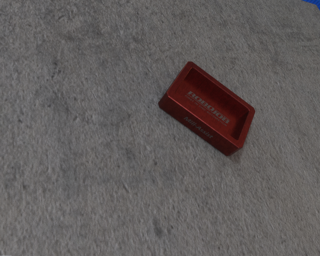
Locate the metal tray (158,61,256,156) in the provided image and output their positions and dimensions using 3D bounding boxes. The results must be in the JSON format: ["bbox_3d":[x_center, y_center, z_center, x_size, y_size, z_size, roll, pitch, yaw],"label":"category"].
[{"bbox_3d":[0.073,-0.030,0.460,0.130,0.030,0.090,36,51,-5],"label":"metal tray"}]
